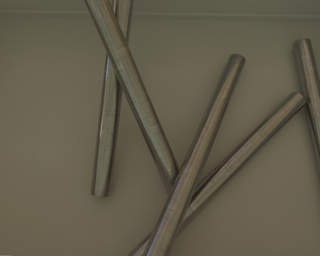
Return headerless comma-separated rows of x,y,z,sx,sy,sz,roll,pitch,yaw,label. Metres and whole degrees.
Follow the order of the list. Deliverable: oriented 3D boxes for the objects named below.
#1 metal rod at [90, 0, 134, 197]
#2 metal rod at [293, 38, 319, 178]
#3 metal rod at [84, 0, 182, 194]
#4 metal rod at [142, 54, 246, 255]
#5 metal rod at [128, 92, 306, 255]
-0.054,-0.067,0.372,0.025,0.025,0.298,7,94,2,metal rod
0.214,0.015,0.406,0.025,0.025,0.299,-1,70,-1,metal rod
-0.033,-0.053,0.352,0.025,0.025,0.299,-25,102,-9,metal rod
0.051,0.022,0.380,0.025,0.025,0.300,23,63,8,metal rod
0.081,0.057,0.389,0.301,0.025,0.025,-42,76,-14,metal rod
